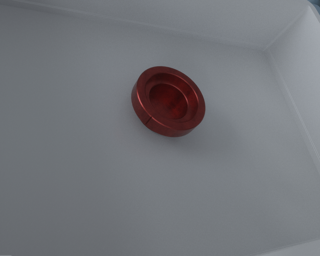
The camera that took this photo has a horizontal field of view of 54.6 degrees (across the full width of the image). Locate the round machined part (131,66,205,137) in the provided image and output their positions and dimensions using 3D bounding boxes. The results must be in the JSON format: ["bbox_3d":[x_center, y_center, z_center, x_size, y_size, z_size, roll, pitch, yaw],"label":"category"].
[{"bbox_3d":[0.008,-0.031,0.413,0.099,0.042,0.098,13,56,-21],"label":"round machined part"}]
